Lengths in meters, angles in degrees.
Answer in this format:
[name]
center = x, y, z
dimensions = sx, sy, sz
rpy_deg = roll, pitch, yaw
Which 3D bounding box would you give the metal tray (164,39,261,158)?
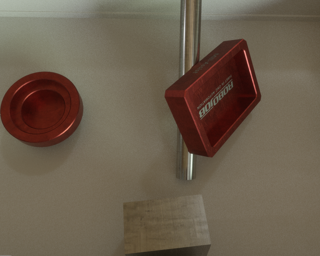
[metal tray]
center = 0.070, -0.038, 0.374
dimensions = 0.030, 0.090, 0.131
rpy_deg = 7, 41, 46

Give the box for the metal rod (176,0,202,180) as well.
[metal rod]
center = 0.036, -0.086, 0.375
dimensions = 0.025, 0.025, 0.298
rpy_deg = 1, 96, 0

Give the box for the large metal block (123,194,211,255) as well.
[large metal block]
center = 0.006, 0.115, 0.333
dimensions = 0.081, 0.080, 0.050
rpy_deg = -6, 54, -3

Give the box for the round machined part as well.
[round machined part]
center = -0.150, -0.021, 0.407
dimensions = 0.099, 0.042, 0.098
rpy_deg = 0, 70, -1
